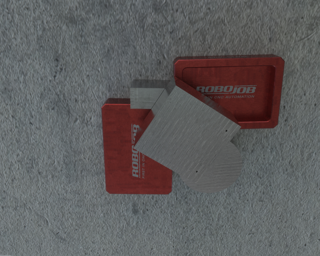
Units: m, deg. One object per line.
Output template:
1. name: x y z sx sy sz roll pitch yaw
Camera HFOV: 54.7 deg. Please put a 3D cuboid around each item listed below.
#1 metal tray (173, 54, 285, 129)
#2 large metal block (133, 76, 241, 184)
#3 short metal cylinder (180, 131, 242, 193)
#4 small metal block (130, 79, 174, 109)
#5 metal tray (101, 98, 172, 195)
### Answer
1. metal tray: 0.083 -0.045 0.392 0.131 0.030 0.089 -2 110 0
2. large metal block: 0.028 0.001 0.344 0.080 0.050 0.080 31 107 -11
3. short metal cylinder: 0.063 0.039 0.412 0.080 0.050 0.079 0 110 0
4. small metal block: -0.009 -0.043 0.382 0.050 0.050 0.025 1 110 -1
5. metal tray: -0.028 0.026 0.419 0.091 0.030 0.129 1 110 0
